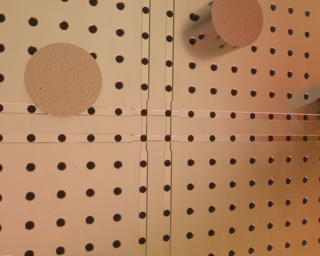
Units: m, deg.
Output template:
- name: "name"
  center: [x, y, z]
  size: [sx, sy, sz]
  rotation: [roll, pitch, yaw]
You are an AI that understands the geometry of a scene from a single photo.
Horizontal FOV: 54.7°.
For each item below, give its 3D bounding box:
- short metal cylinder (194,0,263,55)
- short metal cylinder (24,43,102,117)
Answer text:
- name: "short metal cylinder"
  center: [0.095, -0.148, 0.434]
  size: [0.081, 0.050, 0.079]
  rotation: [0, 90, -20]
- name: "short metal cylinder"
  center: [-0.111, -0.053, 0.358]
  size: [0.081, 0.050, 0.079]
  rotation: [0, 90, -20]
